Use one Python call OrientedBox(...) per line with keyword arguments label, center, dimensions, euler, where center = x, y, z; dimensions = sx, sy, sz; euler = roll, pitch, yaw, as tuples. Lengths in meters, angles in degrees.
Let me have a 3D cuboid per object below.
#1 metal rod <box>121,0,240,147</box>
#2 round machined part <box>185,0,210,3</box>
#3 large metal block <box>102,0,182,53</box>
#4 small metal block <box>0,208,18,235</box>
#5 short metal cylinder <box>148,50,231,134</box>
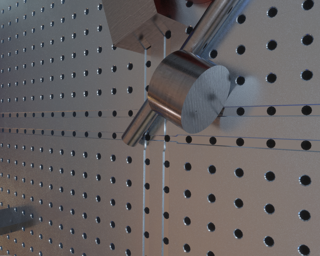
OrientedBox(label="metal rod", center=(0.035, -0.091, 0.378), dimensions=(0.025, 0.025, 0.298), euler=(51, 119, 27))
OrientedBox(label="round machined part", center=(0.042, -0.202, 0.362), dimensions=(0.098, 0.042, 0.097), euler=(0, 90, 39))
OrientedBox(label="large metal block", center=(-0.027, -0.159, 0.413), dimensions=(0.080, 0.050, 0.080), euler=(-25, 75, 37))
OrientedBox(label="small metal block", center=(-0.348, 0.206, 0.676), dimensions=(0.050, 0.050, 0.025), euler=(41, 115, 32))
OrientedBox(label="short metal cylinder", center=(0.033, -0.040, 0.345), dimensions=(0.050, 0.081, 0.079), euler=(34, 111, 34))
